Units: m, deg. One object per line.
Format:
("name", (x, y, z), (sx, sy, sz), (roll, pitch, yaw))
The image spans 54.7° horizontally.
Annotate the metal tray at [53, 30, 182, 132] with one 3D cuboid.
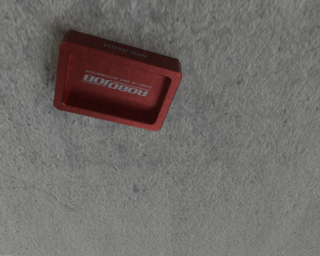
("metal tray", (-0.050, -0.050, 0.360), (0.131, 0.030, 0.089), (13, 129, -12))
